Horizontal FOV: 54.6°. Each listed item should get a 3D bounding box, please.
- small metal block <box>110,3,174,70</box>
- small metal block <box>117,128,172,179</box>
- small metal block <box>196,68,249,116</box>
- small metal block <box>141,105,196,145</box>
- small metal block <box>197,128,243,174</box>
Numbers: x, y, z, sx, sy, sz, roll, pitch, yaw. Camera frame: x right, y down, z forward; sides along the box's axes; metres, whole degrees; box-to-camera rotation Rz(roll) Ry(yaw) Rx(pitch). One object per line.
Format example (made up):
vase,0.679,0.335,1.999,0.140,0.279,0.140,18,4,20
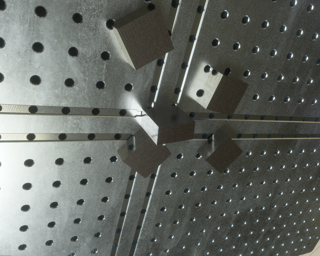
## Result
small metal block,-0.019,-0.100,0.339,0.050,0.025,0.050,-31,129,-8
small metal block,-0.021,0.033,0.420,0.050,0.025,0.050,-43,130,2
small metal block,0.086,-0.048,0.428,0.050,0.025,0.050,12,112,-33
small metal block,0.009,-0.005,0.396,0.050,0.050,0.025,-8,121,-24
small metal block,0.094,0.037,0.484,0.050,0.025,0.050,-46,129,4
